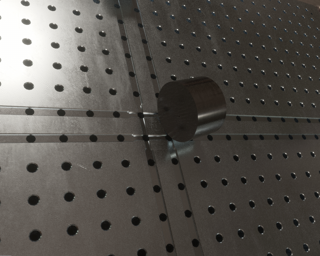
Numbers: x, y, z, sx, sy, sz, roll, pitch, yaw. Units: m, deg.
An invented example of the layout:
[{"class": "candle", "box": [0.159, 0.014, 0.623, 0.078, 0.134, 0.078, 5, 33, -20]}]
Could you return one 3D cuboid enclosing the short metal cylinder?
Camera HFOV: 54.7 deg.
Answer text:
[{"class": "short metal cylinder", "box": [0.041, -0.026, 0.412, 0.050, 0.080, 0.080, -16, 70, -35]}]
